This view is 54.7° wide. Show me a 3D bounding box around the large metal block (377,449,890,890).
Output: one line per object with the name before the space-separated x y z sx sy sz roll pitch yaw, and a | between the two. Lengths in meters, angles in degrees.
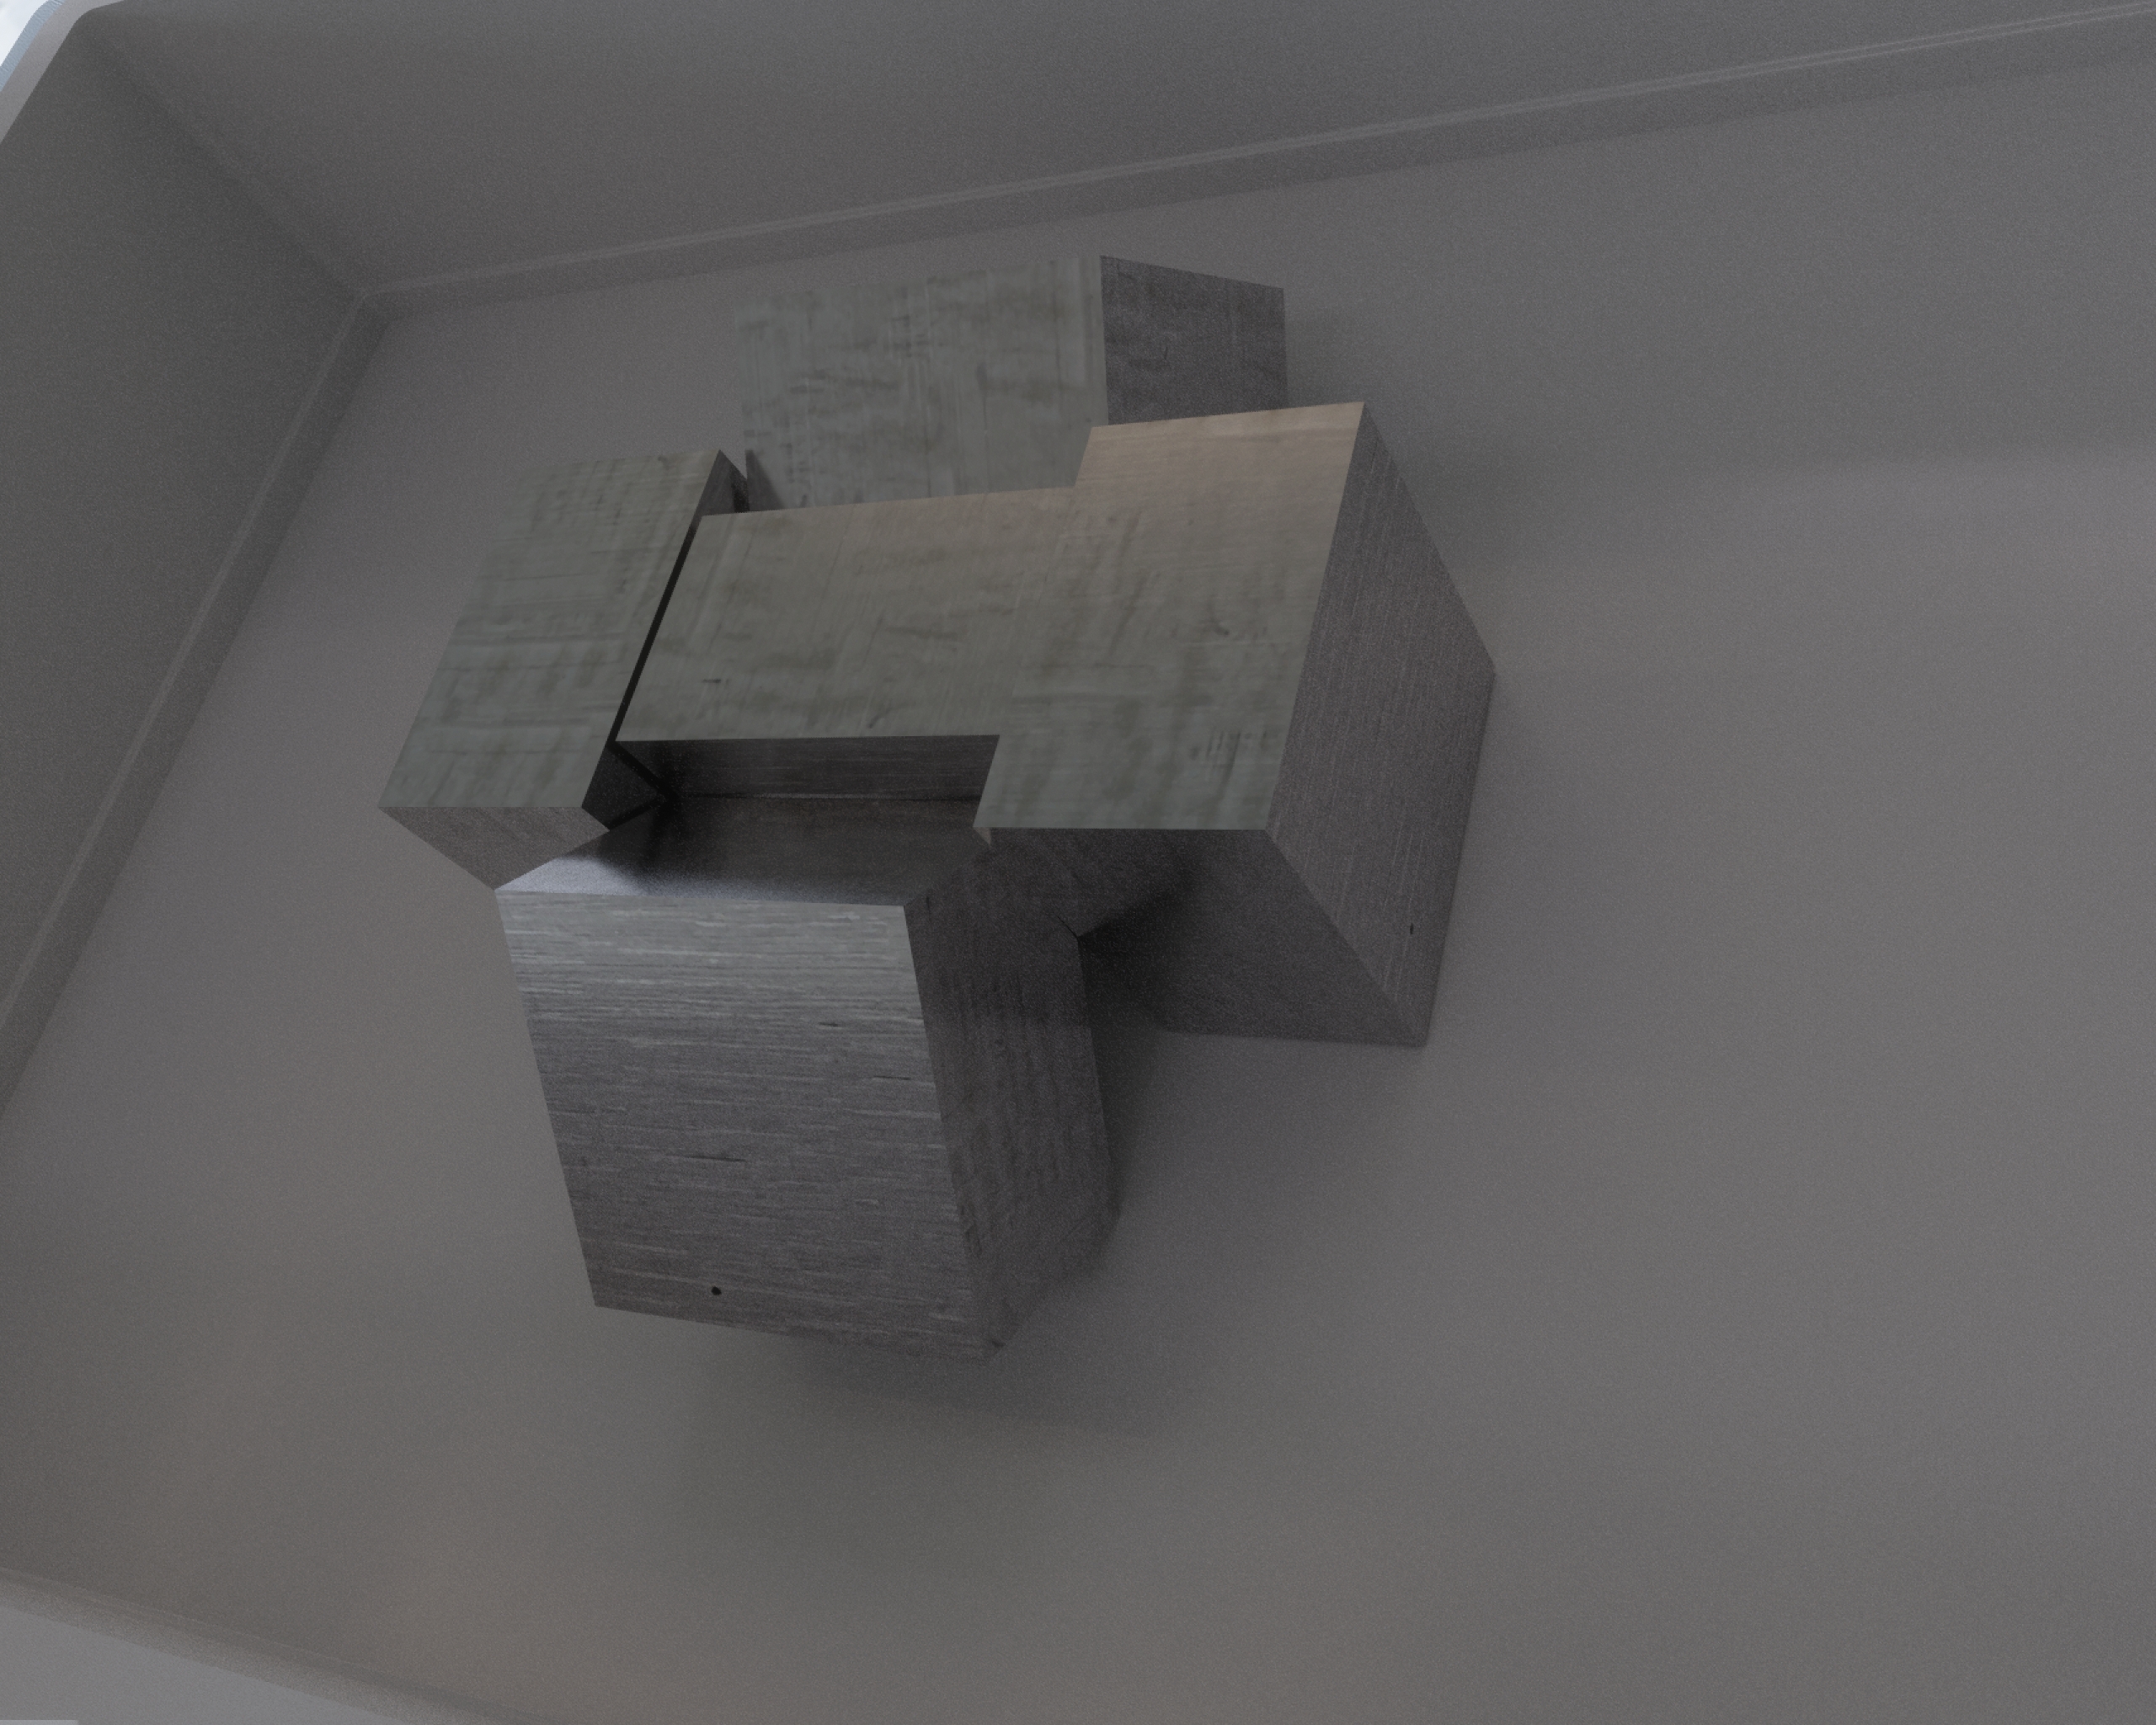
large metal block | -0.084 -0.027 0.430 0.050 0.080 0.080 1 62 29

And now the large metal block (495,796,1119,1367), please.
large metal block | -0.045 0.034 0.363 0.080 0.079 0.050 1 21 27

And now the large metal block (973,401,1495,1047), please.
large metal block | 0.032 -0.022 0.366 0.050 0.080 0.080 1 62 29

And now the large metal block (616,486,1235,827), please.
large metal block | -0.025 -0.025 0.397 0.080 0.080 0.050 1 62 28

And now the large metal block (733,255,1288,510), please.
large metal block | -0.010 -0.089 0.422 0.080 0.080 0.050 2 100 29
